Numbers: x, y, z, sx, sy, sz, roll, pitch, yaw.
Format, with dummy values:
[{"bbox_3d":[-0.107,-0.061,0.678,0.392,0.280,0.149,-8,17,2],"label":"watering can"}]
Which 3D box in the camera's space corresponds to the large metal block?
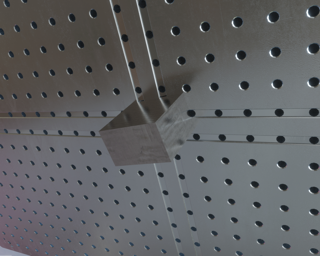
[{"bbox_3d":[-0.013,0.002,0.384,0.080,0.080,0.050,-8,114,32],"label":"large metal block"}]
